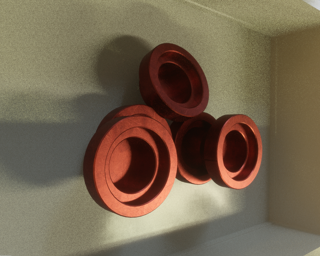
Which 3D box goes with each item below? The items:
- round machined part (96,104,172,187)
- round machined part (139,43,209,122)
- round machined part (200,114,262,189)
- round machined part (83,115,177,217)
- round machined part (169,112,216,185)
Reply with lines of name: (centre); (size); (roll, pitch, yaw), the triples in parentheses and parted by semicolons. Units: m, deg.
round machined part: (-0.035, 0.022, 0.364); (0.099, 0.042, 0.097); (0, 90, -40)
round machined part: (0.013, -0.053, 0.391); (0.099, 0.042, 0.098); (18, 61, -35)
round machined part: (0.092, 0.031, 0.416); (0.099, 0.042, 0.097); (0, 90, -40)
round machined part: (-0.032, 0.036, 0.312); (0.099, 0.042, 0.097); (0, 90, -40)
round machined part: (0.042, 0.027, 0.429); (0.099, 0.042, 0.097); (0, 90, -40)
